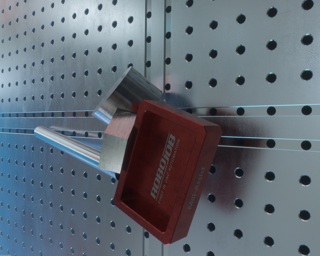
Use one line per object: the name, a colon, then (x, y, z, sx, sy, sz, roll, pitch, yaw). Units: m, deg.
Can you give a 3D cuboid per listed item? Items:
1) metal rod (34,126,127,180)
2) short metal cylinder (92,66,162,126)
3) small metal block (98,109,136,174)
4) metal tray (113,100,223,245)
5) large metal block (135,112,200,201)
metal rod: (-0.136, 0.030, 0.480, 0.300, 0.025, 0.025, 13, 99, 50)
short metal cylinder: (-0.043, -0.033, 0.399, 0.050, 0.080, 0.080, 39, 123, -15)
small metal block: (-0.047, 0.014, 0.352, 0.025, 0.050, 0.050, 16, 124, 0)
metal tray: (0.003, 0.044, 0.332, 0.090, 0.030, 0.129, 26, 106, 37)
large metal block: (0.003, 0.035, 0.387, 0.080, 0.050, 0.080, -42, 65, 31)
